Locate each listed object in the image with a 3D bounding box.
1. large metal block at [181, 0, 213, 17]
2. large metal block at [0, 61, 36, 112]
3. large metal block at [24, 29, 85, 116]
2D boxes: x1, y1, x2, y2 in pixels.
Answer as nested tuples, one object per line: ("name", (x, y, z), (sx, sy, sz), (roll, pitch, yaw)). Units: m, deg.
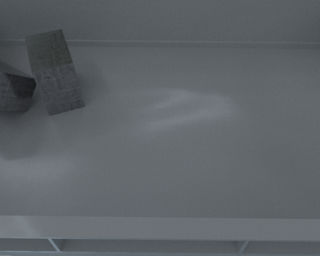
("large metal block", (0.079, -0.279, 0.607), (0.050, 0.080, 0.080), (16, 52, 13))
("large metal block", (-0.228, -0.062, 0.412), (0.080, 0.080, 0.050), (26, 99, 20))
("large metal block", (-0.146, -0.077, 0.433), (0.050, 0.080, 0.080), (-17, 52, -14))
